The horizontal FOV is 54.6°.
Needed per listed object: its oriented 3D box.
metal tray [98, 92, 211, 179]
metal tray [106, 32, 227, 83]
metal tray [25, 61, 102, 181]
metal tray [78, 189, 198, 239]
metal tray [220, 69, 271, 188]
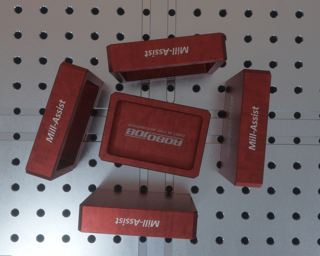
[{"bbox_3d":[-0.007,0.009,0.410,0.131,0.030,0.090,11,90,-1],"label":"metal tray"},{"bbox_3d":[0.008,-0.083,0.380,0.131,0.090,0.030,-6,90,0],"label":"metal tray"},{"bbox_3d":[-0.113,-0.008,0.380,0.030,0.090,0.129,18,90,0],"label":"metal tray"},{"bbox_3d":[-0.024,0.102,0.381,0.131,0.090,0.030,4,90,0],"label":"metal tray"},{"bbox_3d":[0.102,0.000,0.381,0.030,0.090,0.129,5,90,0],"label":"metal tray"}]
